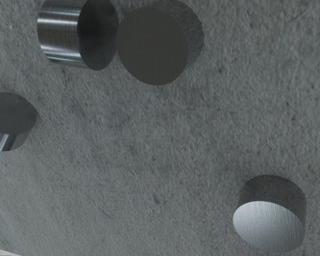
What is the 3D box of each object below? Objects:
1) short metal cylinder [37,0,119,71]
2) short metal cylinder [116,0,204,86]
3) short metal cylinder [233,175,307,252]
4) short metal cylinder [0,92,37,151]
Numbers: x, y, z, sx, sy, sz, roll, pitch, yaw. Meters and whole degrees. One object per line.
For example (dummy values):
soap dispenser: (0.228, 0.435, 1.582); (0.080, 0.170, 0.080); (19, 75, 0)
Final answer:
short metal cylinder: (-0.089, -0.108, 0.350); (0.050, 0.080, 0.079); (12, 124, 21)
short metal cylinder: (0.001, -0.092, 0.332); (0.080, 0.050, 0.079); (13, 124, 20)
short metal cylinder: (0.137, 0.105, 0.383); (0.080, 0.050, 0.079); (13, 124, 20)
short metal cylinder: (-0.246, -0.010, 0.492); (0.080, 0.080, 0.050); (44, 129, -2)
